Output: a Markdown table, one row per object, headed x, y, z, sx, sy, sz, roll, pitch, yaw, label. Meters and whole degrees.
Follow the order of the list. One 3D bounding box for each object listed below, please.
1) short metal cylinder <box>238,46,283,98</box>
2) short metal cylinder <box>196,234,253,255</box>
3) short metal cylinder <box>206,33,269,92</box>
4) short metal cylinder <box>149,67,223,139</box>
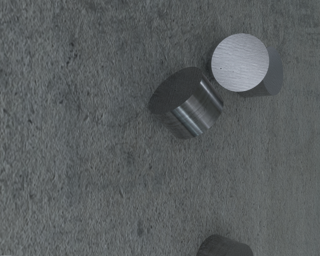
| x | y | z | sx | sy | sz | roll | pitch | yaw | label |
| --- | --- | --- | --- | --- | --- | --- | --- | --- | --- |
| 0.167 | -0.093 | 0.523 | 0.081 | 0.050 | 0.080 | 1 | 88 | -45 | short metal cylinder |
| 0.099 | 0.210 | 0.472 | 0.081 | 0.050 | 0.080 | 0 | 90 | -40 | short metal cylinder |
| 0.112 | -0.096 | 0.455 | 0.081 | 0.050 | 0.079 | 0 | 104 | 0 | short metal cylinder |
| 0.033 | -0.032 | 0.396 | 0.050 | 0.080 | 0.080 | 46 | 63 | -30 | short metal cylinder |
